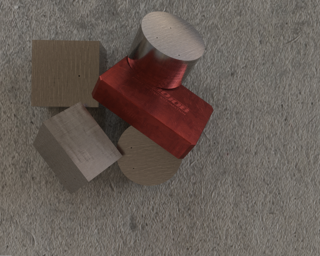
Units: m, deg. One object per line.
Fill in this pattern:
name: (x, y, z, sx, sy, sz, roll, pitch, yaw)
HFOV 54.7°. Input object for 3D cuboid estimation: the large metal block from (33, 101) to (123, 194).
large metal block: (-0.103, 0.027, 0.376, 0.050, 0.080, 0.080, -38, 91, -36)

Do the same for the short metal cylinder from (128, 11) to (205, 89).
short metal cylinder: (0.007, -0.095, 0.379, 0.081, 0.050, 0.080, 14, 53, -18)

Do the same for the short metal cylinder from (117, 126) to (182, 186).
short metal cylinder: (-0.013, 0.030, 0.399, 0.081, 0.050, 0.080, 0, 90, 0)

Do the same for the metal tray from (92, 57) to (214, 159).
metal tray: (-0.005, -0.032, 0.380, 0.130, 0.090, 0.030, 36, 130, 0)

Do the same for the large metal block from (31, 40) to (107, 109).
large metal block: (-0.113, -0.065, 0.396, 0.081, 0.050, 0.080, 1, 90, 0)
